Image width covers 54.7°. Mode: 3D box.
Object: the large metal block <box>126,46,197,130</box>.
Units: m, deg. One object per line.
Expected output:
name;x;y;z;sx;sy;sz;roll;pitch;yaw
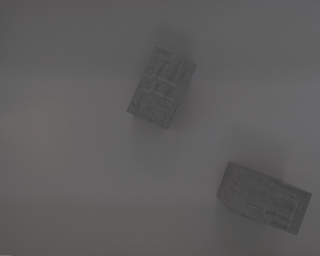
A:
large metal block;0.002;-0.045;0.384;0.050;0.080;0.080;24;90;0

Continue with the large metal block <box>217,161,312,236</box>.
large metal block;0.123;0.083;0.385;0.080;0.080;0.050;20;90;0
